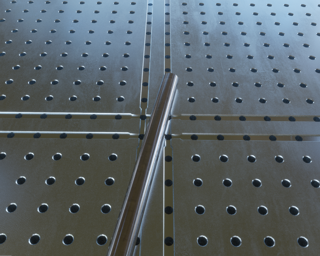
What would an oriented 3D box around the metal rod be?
[{"bbox_3d":[-0.015,0.038,0.375,0.025,0.025,0.300,10,51,7],"label":"metal rod"}]
